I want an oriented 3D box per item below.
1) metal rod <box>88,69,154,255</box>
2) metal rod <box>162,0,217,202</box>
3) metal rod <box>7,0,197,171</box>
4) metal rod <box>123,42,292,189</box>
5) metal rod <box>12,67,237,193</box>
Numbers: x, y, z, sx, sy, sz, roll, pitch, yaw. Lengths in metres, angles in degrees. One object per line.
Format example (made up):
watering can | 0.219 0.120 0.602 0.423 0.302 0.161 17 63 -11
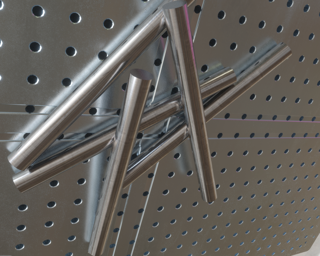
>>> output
metal rod | -0.058 0.065 0.396 0.025 0.025 0.298 -1 127 -28
metal rod | 0.046 -0.008 0.399 0.025 0.025 0.298 -25 128 -13
metal rod | -0.053 -0.066 0.342 0.300 0.025 0.025 -44 130 2
metal rod | 0.061 -0.019 0.434 0.301 0.025 0.025 -38 130 -3
metal rod | -0.034 -0.003 0.391 0.302 0.025 0.025 -28 128 -11
